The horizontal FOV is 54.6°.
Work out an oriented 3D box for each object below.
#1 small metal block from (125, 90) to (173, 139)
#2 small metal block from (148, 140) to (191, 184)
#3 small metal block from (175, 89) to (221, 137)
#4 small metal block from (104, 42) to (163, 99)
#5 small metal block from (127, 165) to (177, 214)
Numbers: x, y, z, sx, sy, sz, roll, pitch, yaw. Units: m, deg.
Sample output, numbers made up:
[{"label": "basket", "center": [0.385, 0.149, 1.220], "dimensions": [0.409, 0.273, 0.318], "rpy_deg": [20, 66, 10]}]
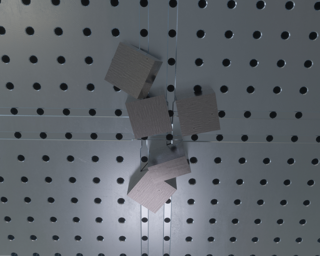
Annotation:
[{"label": "small metal block", "center": [-0.014, -0.018, 0.407], "dimensions": [0.050, 0.025, 0.050], "rpy_deg": [-12, 110, 4]}, {"label": "small metal block", "center": [0.012, 0.045, 0.417], "dimensions": [0.050, 0.050, 0.025], "rpy_deg": [-18, 109, 6]}, {"label": "small metal block", "center": [0.049, -0.020, 0.406], "dimensions": [0.050, 0.025, 0.050], "rpy_deg": [-11, 110, 4]}, {"label": "small metal block", "center": [-0.032, -0.070, 0.378], "dimensions": [0.050, 0.025, 0.050], "rpy_deg": [31, 108, 15]}, {"label": "small metal block", "center": [-0.011, 0.086, 0.445], "dimensions": [0.050, 0.025, 0.050], "rpy_deg": [36, 106, -12]}]
